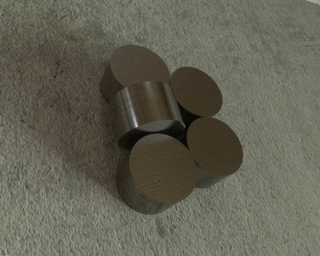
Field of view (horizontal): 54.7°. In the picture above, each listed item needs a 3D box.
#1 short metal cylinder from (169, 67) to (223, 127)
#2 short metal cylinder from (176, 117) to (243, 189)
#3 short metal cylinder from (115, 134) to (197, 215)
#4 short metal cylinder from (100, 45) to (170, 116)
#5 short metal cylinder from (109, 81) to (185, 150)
[{"bbox_3d":[0.039,-0.038,0.433,0.081,0.050,0.080,13,57,-21],"label":"short metal cylinder"},{"bbox_3d":[0.058,0.032,0.400,0.081,0.050,0.080,13,57,-20],"label":"short metal cylinder"},{"bbox_3d":[-0.005,0.053,0.354,0.081,0.050,0.080,13,57,-20],"label":"short metal cylinder"},{"bbox_3d":[-0.034,-0.062,0.409,0.081,0.050,0.080,13,57,-20],"label":"short metal cylinder"},{"bbox_3d":[-0.016,-0.012,0.369,0.081,0.080,0.050,-3,64,-30],"label":"short metal cylinder"}]
